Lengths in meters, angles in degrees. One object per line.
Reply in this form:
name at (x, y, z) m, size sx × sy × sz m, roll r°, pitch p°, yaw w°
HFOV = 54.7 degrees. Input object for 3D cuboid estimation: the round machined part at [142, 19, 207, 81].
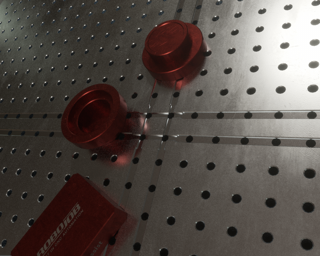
round machined part at (0.017, -0.122, 0.462) m, size 0.098 × 0.042 × 0.098 m, roll -13°, pitch 56°, yaw 20°

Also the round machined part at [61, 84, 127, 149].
round machined part at (-0.090, -0.013, 0.451) m, size 0.098 × 0.042 × 0.098 m, roll -13°, pitch 56°, yaw 20°

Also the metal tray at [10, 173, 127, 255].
metal tray at (-0.113, 0.132, 0.382) m, size 0.090 × 0.030 × 0.130 m, roll 30°, pitch 78°, yaw 37°
